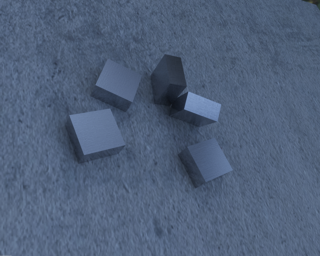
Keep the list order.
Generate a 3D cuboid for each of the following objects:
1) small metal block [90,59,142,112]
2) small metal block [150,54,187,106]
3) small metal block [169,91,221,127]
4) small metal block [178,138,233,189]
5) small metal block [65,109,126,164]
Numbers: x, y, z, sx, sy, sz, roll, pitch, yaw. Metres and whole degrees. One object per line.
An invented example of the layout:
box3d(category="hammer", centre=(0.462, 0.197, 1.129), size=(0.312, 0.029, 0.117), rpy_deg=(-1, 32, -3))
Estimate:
box3d(category="small metal block", centre=(-0.057, -0.056, 0.409), size=(0.050, 0.025, 0.050), rpy_deg=(25, 53, -14))
box3d(category="small metal block", centre=(0.011, -0.066, 0.436), size=(0.025, 0.050, 0.050), rpy_deg=(6, 59, -26))
box3d(category="small metal block", centre=(0.047, -0.024, 0.426), size=(0.050, 0.050, 0.025), rpy_deg=(19, 76, -18))
box3d(category="small metal block", centre=(0.060, 0.046, 0.410), size=(0.050, 0.025, 0.050), rpy_deg=(-15, 70, -34))
box3d(category="small metal block", centre=(-0.075, 0.009, 0.359), size=(0.050, 0.025, 0.050), rpy_deg=(-13, 68, -34))
